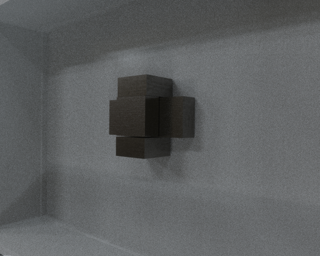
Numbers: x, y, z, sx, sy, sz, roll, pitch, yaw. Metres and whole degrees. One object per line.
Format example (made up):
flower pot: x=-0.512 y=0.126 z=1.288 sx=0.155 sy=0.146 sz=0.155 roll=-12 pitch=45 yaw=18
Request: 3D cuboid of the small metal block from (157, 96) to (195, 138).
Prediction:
small metal block: x=0.016 y=-0.013 z=0.392 sx=0.050 sy=0.025 sz=0.050 roll=1 pitch=91 yaw=39

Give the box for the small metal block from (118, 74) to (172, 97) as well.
small metal block: x=-0.019 y=-0.052 z=0.404 sx=0.050 sy=0.050 sz=0.025 roll=1 pitch=91 yaw=40

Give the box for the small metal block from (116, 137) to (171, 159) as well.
small metal block: x=-0.022 y=0.024 z=0.404 sx=0.050 sy=0.050 sz=0.025 roll=1 pitch=91 yaw=40

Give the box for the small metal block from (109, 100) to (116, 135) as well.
small metal block: x=-0.046 y=-0.015 z=0.442 sx=0.050 sy=0.025 sz=0.050 roll=1 pitch=91 yaw=40

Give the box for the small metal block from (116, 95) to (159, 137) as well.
small metal block: x=-0.029 y=-0.015 z=0.395 sx=0.050 sy=0.025 sz=0.050 roll=1 pitch=91 yaw=39
